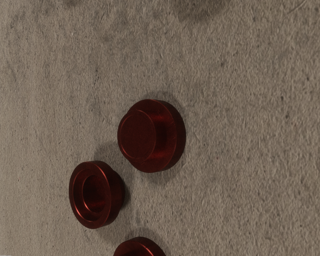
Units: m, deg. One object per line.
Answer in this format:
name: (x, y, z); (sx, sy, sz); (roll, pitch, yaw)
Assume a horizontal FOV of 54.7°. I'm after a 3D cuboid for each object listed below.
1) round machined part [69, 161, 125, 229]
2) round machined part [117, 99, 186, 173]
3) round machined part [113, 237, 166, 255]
round machined part: (-0.091, 0.097, 0.466); (0.098, 0.042, 0.097); (0, 90, 39)
round machined part: (-0.018, 0.010, 0.407); (0.098, 0.042, 0.097); (0, 90, 39)
round machined part: (-0.033, 0.202, 0.419); (0.098, 0.042, 0.097); (0, 90, 39)
